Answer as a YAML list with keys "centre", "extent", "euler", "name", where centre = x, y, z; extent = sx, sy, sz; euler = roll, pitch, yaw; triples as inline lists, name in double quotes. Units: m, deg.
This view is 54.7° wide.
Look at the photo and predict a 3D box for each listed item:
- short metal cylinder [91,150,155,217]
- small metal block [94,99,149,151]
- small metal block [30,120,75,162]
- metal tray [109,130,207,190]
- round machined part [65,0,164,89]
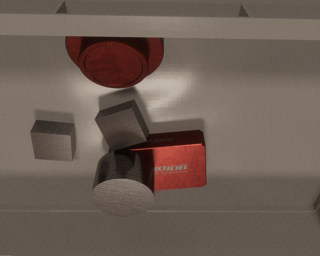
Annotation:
- centre: [-0.048, 0.075, 0.416]
  extent: [0.081, 0.050, 0.079]
  euler: [0, 130, 0]
  name: "short metal cylinder"
- centre: [-0.048, -0.003, 0.400]
  extent: [0.050, 0.025, 0.050]
  euler: [-17, 117, 13]
  name: "small metal block"
- centre: [-0.144, 0.018, 0.422]
  extent: [0.050, 0.025, 0.050]
  euler: [5, 130, -5]
  name: "small metal block"
- centre: [0.000, 0.050, 0.449]
  extent: [0.131, 0.030, 0.089]
  euler: [-5, 130, 3]
  name: "metal tray"
- centre: [-0.045, -0.077, 0.314]
  extent: [0.099, 0.042, 0.098]
  euler: [0, 148, 0]
  name: "round machined part"
